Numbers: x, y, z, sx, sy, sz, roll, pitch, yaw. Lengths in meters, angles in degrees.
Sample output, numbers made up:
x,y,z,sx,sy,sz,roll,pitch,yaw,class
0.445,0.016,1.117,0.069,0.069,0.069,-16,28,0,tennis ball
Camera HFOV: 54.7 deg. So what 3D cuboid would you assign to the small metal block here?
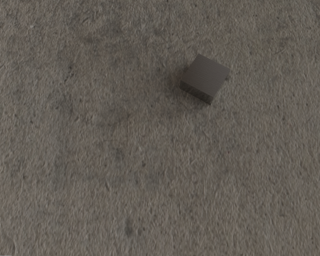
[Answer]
x,y,z,sx,sy,sz,roll,pitch,yaw,class
0.063,-0.068,0.434,0.050,0.025,0.050,30,72,10,small metal block
